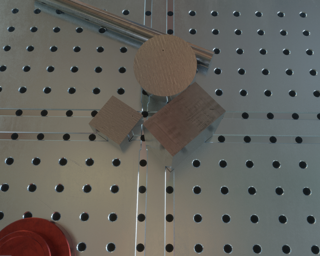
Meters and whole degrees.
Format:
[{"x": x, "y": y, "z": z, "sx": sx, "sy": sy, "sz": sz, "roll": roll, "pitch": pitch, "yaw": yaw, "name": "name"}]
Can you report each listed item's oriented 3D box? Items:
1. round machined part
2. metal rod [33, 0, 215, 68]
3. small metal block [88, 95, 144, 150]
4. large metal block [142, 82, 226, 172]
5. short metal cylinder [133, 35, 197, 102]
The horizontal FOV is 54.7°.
[{"x": -0.150, "y": 0.151, "z": 0.346, "sx": 0.099, "sy": 0.042, "sz": 0.098, "roll": 0, "pitch": 70, "yaw": 0, "name": "round machined part"}, {"x": -0.063, "y": -0.156, "z": 0.468, "sx": 0.301, "sy": 0.025, "sz": 0.025, "roll": 23, "pitch": 72, "yaw": 8, "name": "metal rod"}, {"x": -0.057, "y": -0.007, "z": 0.414, "sx": 0.050, "sy": 0.025, "sz": 0.050, "roll": 34, "pitch": 73, "yaw": 11, "name": "small metal block"}, {"x": 0.027, "y": 0.002, "z": 0.382, "sx": 0.080, "sy": 0.080, "sz": 0.050, "roll": -39, "pitch": 75, "yaw": -13, "name": "large metal block"}, {"x": 0.009, "y": -0.078, "z": 0.416, "sx": 0.080, "sy": 0.050, "sz": 0.080, "roll": 0, "pitch": 86, "yaw": 5, "name": "short metal cylinder"}]
